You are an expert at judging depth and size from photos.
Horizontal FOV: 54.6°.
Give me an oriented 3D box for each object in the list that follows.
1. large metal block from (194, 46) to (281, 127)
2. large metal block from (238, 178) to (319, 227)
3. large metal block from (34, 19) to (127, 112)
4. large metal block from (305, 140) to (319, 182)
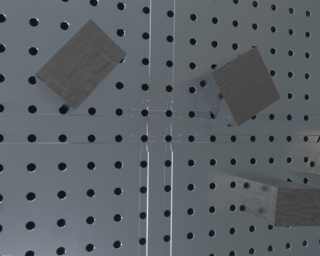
[{"bbox_3d":[0.109,-0.056,0.439,0.080,0.050,0.080,-32,101,-17],"label":"large metal block"},{"bbox_3d":[0.172,0.105,0.446,0.081,0.080,0.050,6,88,-20],"label":"large metal block"},{"bbox_3d":[-0.091,-0.065,0.350,0.050,0.080,0.080,43,77,-15],"label":"large metal block"},{"bbox_3d":[0.301,0.059,0.510,0.080,0.050,0.080,32,80,-17],"label":"large metal block"}]
